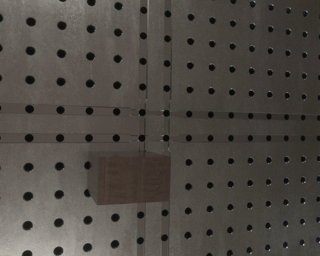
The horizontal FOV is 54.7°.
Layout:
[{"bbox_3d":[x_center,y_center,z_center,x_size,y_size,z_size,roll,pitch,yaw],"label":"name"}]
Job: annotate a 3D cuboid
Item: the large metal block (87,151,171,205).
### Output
[{"bbox_3d":[-0.040,0.056,0.370,0.081,0.080,0.050,2,90,-20],"label":"large metal block"}]
